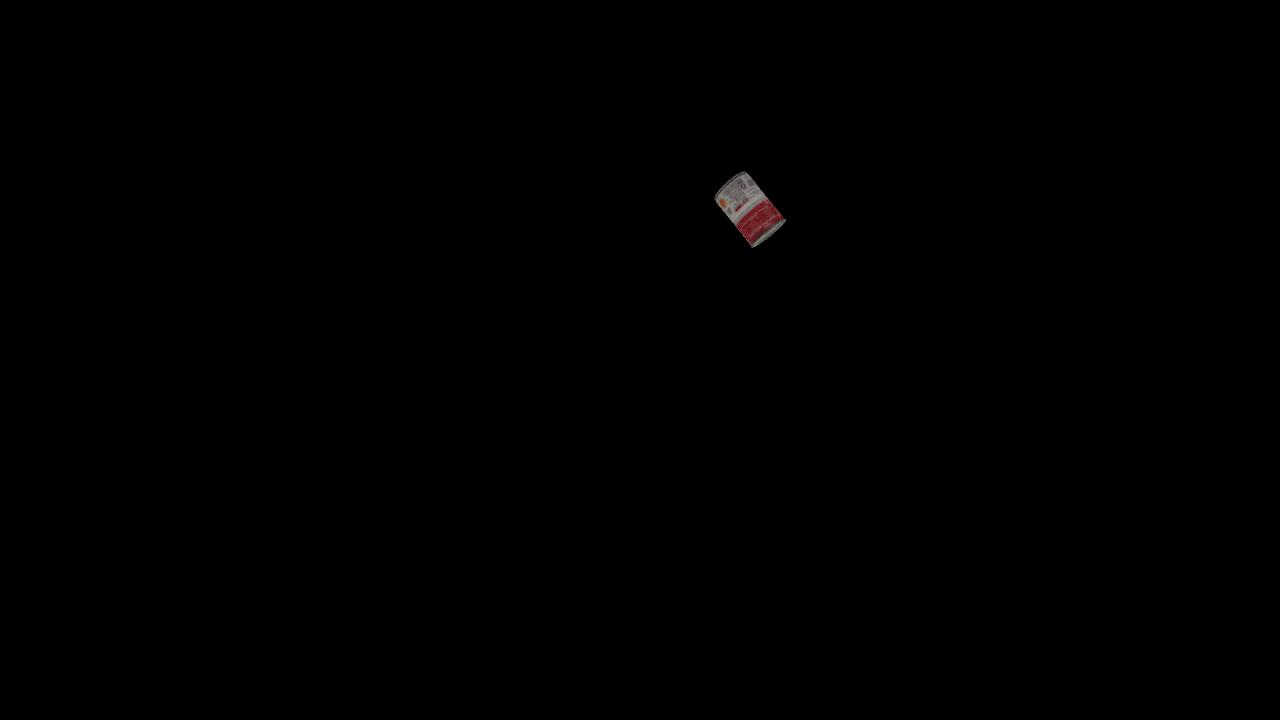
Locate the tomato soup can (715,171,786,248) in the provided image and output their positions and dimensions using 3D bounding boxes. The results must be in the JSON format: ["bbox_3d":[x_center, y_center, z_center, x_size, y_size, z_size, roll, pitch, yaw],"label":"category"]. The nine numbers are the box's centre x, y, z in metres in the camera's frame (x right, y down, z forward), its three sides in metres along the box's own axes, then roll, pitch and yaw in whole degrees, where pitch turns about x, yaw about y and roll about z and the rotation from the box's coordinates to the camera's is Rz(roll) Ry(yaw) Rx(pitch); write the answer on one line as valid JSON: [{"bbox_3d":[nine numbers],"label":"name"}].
[{"bbox_3d":[0.173,-0.239,0.978,0.068,0.101,0.068,-37,-6,-4],"label":"tomato soup can"}]
